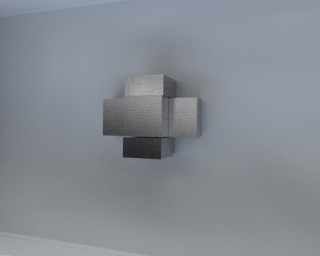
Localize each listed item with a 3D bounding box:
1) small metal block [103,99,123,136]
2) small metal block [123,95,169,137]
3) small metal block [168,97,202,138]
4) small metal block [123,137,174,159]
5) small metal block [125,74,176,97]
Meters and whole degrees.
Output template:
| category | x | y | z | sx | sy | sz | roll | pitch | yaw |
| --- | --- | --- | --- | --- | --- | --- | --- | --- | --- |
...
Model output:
| category | x | y | z | sx | sy | sz | roll | pitch | yaw |
| --- | --- | --- | --- | --- | --- | --- | --- | --- | --- |
| small metal block | -0.050 | -0.014 | 0.426 | 0.050 | 0.025 | 0.050 | 1 | 90 | 20 |
| small metal block | -0.017 | -0.014 | 0.387 | 0.050 | 0.025 | 0.050 | 1 | 90 | 19 |
| small metal block | 0.026 | -0.013 | 0.400 | 0.050 | 0.025 | 0.050 | 1 | 90 | 19 |
| small metal block | -0.014 | 0.024 | 0.399 | 0.050 | 0.050 | 0.025 | 1 | 91 | 20 |
| small metal block | -0.011 | -0.052 | 0.399 | 0.050 | 0.050 | 0.025 | 1 | 91 | 20 |
